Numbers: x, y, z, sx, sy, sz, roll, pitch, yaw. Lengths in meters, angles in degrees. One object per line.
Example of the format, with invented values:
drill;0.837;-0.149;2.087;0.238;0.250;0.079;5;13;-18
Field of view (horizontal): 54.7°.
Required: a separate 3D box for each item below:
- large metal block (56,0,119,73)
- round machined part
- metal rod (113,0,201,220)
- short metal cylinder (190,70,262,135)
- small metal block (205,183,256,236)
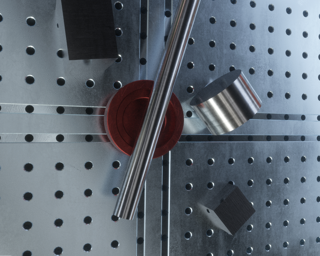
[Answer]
large metal block;-0.086;-0.110;0.352;0.050;0.080;0.079;-8;93;-20
round machined part;-0.023;-0.010;0.396;0.099;0.042;0.097;0;90;-21
metal rod;0.002;-0.042;0.369;0.025;0.025;0.299;19;83;-20
short metal cylinder;0.088;-0.035;0.417;0.080;0.080;0.050;-41;103;-16
small metal block;0.103;0.118;0.453;0.050;0.025;0.050;-41;103;-16
